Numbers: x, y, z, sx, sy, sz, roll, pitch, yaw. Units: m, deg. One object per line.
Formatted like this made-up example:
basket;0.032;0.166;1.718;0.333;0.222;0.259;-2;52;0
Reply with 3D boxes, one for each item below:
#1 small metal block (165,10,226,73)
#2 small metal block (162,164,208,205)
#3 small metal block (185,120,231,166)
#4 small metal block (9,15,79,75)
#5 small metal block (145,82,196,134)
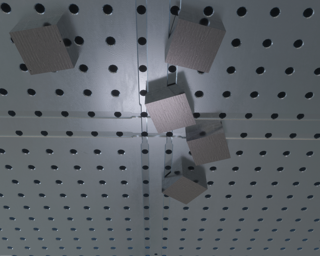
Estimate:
small metal block;0.036;-0.092;0.333;0.050;0.025;0.050;12;129;-10
small metal block;0.038;0.089;0.488;0.050;0.025;0.050;31;124;-24
small metal block;0.067;0.022;0.430;0.050;0.025;0.050;-14;129;12
small metal block;-0.123;-0.089;0.335;0.050;0.025;0.050;-8;130;6
small metal block;0.014;-0.025;0.391;0.050;0.025;0.050;-15;129;12
